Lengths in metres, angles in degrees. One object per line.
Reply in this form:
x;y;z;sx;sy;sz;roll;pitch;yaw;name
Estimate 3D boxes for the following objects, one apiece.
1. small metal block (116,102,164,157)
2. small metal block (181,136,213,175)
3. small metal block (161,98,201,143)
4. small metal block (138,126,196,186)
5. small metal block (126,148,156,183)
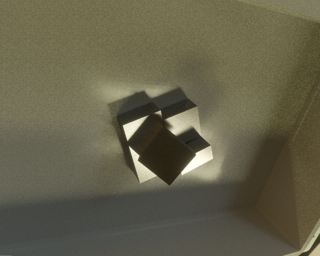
-0.023;0.001;0.397;0.050;0.025;0.050;-23;127;-15;small metal block
0.038;0.031;0.432;0.050;0.050;0.025;-26;128;-14;small metal block
0.025;-0.005;0.419;0.050;0.025;0.050;-23;127;-15;small metal block
0.009;0.034;0.386;0.050;0.025;0.050;39;97;-5;small metal block
-0.014;0.041;0.426;0.050;0.025;0.050;-23;127;-15;small metal block
